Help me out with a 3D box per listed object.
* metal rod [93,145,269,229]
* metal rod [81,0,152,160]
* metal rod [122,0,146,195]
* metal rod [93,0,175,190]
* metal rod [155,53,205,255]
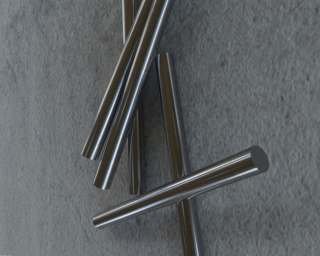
[{"bbox_3d":[-0.002,0.085,0.375,0.299,0.025,0.025,-33,70,44],"label":"metal rod"},{"bbox_3d":[-0.038,-0.097,0.406,0.025,0.025,0.298,29,99,36],"label":"metal rod"},{"bbox_3d":[-0.037,-0.059,0.433,0.025,0.025,0.298,-4,88,39],"label":"metal rod"},{"bbox_3d":[-0.031,-0.058,0.397,0.025,0.025,0.298,29,106,36],"label":"metal rod"},{"bbox_3d":[0.026,0.054,0.381,0.025,0.025,0.298,-14,81,39],"label":"metal rod"}]
